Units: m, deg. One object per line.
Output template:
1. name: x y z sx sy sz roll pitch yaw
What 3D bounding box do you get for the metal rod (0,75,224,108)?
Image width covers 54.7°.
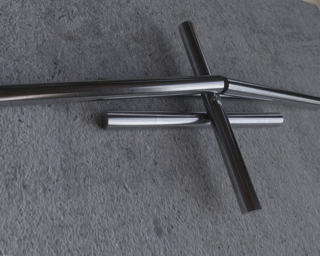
1. metal rod: -0.060 -0.046 0.370 0.303 0.025 0.025 -6 65 -21

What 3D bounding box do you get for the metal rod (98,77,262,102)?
1. metal rod: 0.054 -0.055 0.469 0.303 0.025 0.025 -1 62 -29

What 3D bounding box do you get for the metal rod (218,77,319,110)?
1. metal rod: 0.202 -0.053 0.517 0.302 0.025 0.025 2 60 -39

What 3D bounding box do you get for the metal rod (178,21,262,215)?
1. metal rod: 0.076 -0.030 0.435 0.025 0.025 0.299 0 62 -29

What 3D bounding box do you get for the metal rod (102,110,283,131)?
1. metal rod: 0.065 -0.011 0.449 0.303 0.025 0.025 -1 62 -29
